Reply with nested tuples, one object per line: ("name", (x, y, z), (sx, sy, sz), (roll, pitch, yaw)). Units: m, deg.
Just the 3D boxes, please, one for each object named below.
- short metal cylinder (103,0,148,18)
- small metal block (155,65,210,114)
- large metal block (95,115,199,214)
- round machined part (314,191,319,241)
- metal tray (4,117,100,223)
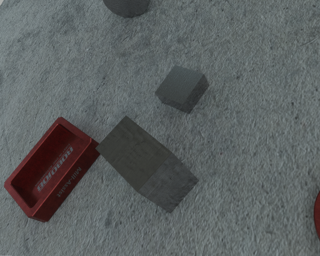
("short metal cylinder", (-0.058, -0.245, 0.549), (0.080, 0.080, 0.050), (-6, 59, 25))
("small metal block", (0.030, -0.053, 0.421), (0.050, 0.025, 0.050), (27, 76, 37))
("large metal block", (-0.013, 0.042, 0.350), (0.050, 0.080, 0.080), (-48, 51, -5))
("round machined part", (0.180, 0.075, 0.253), (0.098, 0.042, 0.098), (-13, 56, 21))
("metal tray", (-0.154, 0.056, 0.446), (0.090, 0.030, 0.130), (29, 77, 37))
